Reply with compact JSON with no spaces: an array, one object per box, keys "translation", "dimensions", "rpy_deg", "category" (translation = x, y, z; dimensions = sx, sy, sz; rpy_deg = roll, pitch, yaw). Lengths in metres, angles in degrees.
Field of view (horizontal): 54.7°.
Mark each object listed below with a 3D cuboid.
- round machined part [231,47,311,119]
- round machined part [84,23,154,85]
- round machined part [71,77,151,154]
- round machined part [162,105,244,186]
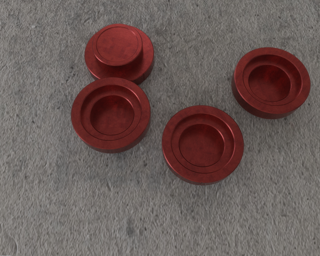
[{"translation":[0.146,-0.057,0.421],"dimensions":[0.099,0.042,0.098],"rpy_deg":[0,70,0],"category":"round machined part"},{"translation":[-0.058,-0.107,0.438],"dimensions":[0.099,0.042,0.098],"rpy_deg":[0,70,0],"category":"round machined part"},{"translation":[-0.061,-0.014,0.403],"dimensions":[0.099,0.042,0.098],"rpy_deg":[0,70,0],"category":"round machined part"},{"translation":[0.052,0.024,0.390],"dimensions":[0.099,0.042,0.098],"rpy_deg":[0,70,0],"category":"round machined part"}]
